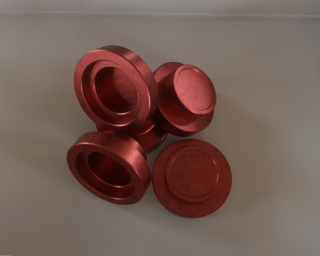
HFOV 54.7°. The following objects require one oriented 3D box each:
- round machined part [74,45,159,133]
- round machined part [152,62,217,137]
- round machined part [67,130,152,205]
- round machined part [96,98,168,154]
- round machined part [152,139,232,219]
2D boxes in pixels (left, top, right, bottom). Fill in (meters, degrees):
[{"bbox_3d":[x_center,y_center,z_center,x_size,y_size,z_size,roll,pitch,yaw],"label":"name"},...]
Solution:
[{"bbox_3d":[-0.045,-0.046,0.353,0.098,0.097,0.042,31,37,10],"label":"round machined part"},{"bbox_3d":[0.032,-0.041,0.392,0.099,0.042,0.098,15,63,-30],"label":"round machined part"},{"bbox_3d":[-0.054,0.041,0.361,0.098,0.097,0.042,24,45,8],"label":"round machined part"},{"bbox_3d":[-0.035,-0.014,0.405,0.099,0.042,0.098,0,70,0],"label":"round machined part"},{"bbox_3d":[0.039,0.059,0.379,0.099,0.042,0.098,0,70,-1],"label":"round machined part"}]
